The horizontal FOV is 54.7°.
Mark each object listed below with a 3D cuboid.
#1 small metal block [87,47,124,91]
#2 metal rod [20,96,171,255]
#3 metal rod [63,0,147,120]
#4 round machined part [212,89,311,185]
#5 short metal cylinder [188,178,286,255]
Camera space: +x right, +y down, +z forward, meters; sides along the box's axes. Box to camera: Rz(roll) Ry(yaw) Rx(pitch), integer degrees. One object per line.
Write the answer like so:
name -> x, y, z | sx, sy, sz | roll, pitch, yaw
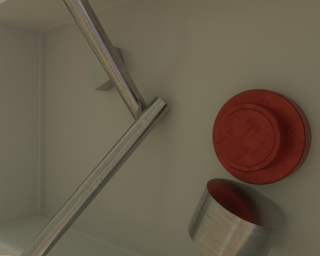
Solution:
small metal block -> -0.080, -0.090, 0.470 | 0.050, 0.025, 0.050 | -25, 74, 37
metal rod -> -0.093, 0.081, 0.397 | 0.025, 0.025, 0.300 | 38, 86, 33
metal rod -> -0.090, -0.134, 0.368 | 0.025, 0.025, 0.299 | -9, 121, 39
round machined part -> 0.096, 0.009, 0.316 | 0.098, 0.042, 0.097 | 0, 90, 39
short metal cylinder -> 0.075, 0.093, 0.308 | 0.080, 0.081, 0.050 | 32, 110, 35
